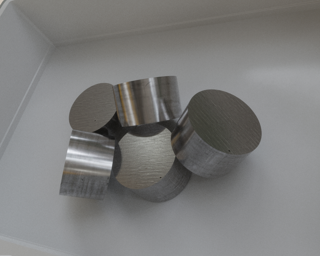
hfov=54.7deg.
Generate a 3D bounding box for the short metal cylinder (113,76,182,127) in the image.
[{"bbox_3d":[-0.015,-0.033,0.385,0.080,0.080,0.050,-8,94,24],"label":"short metal cylinder"}]

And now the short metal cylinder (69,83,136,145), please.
[{"bbox_3d":[-0.079,-0.016,0.436,0.080,0.050,0.080,-13,56,20],"label":"short metal cylinder"}]

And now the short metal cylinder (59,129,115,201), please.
[{"bbox_3d":[-0.089,0.045,0.377,0.050,0.080,0.080,11,59,-14],"label":"short metal cylinder"}]

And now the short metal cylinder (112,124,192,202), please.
[{"bbox_3d":[-0.009,0.041,0.366,0.080,0.050,0.080,-13,56,20],"label":"short metal cylinder"}]

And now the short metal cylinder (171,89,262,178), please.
[{"bbox_3d":[0.058,0.006,0.327,0.081,0.050,0.080,11,52,-14],"label":"short metal cylinder"}]
